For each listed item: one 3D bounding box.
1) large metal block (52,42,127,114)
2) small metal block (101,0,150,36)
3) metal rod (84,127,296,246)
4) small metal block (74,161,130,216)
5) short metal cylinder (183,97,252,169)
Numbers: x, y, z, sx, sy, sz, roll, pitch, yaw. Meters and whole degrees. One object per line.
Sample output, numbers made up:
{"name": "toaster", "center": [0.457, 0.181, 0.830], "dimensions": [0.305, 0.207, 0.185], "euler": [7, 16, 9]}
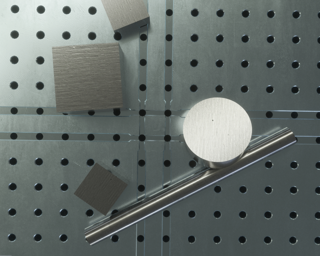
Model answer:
{"name": "large metal block", "center": [-0.088, -0.062, 0.400], "dimensions": [0.081, 0.050, 0.079], "euler": [-4, 90, -1]}
{"name": "small metal block", "center": [-0.046, -0.158, 0.413], "dimensions": [0.050, 0.025, 0.050], "euler": [-22, 90, -1]}
{"name": "metal rod", "center": [0.041, 0.077, 0.413], "dimensions": [0.301, 0.025, 0.025], "euler": [-27, 90, -1]}
{"name": "small metal block", "center": [-0.077, 0.079, 0.412], "dimensions": [0.050, 0.025, 0.050], "euler": [35, 90, -1]}
{"name": "short metal cylinder", "center": [0.071, 0.008, 0.390], "dimensions": [0.080, 0.050, 0.080], "euler": [-2, 73, 7]}
